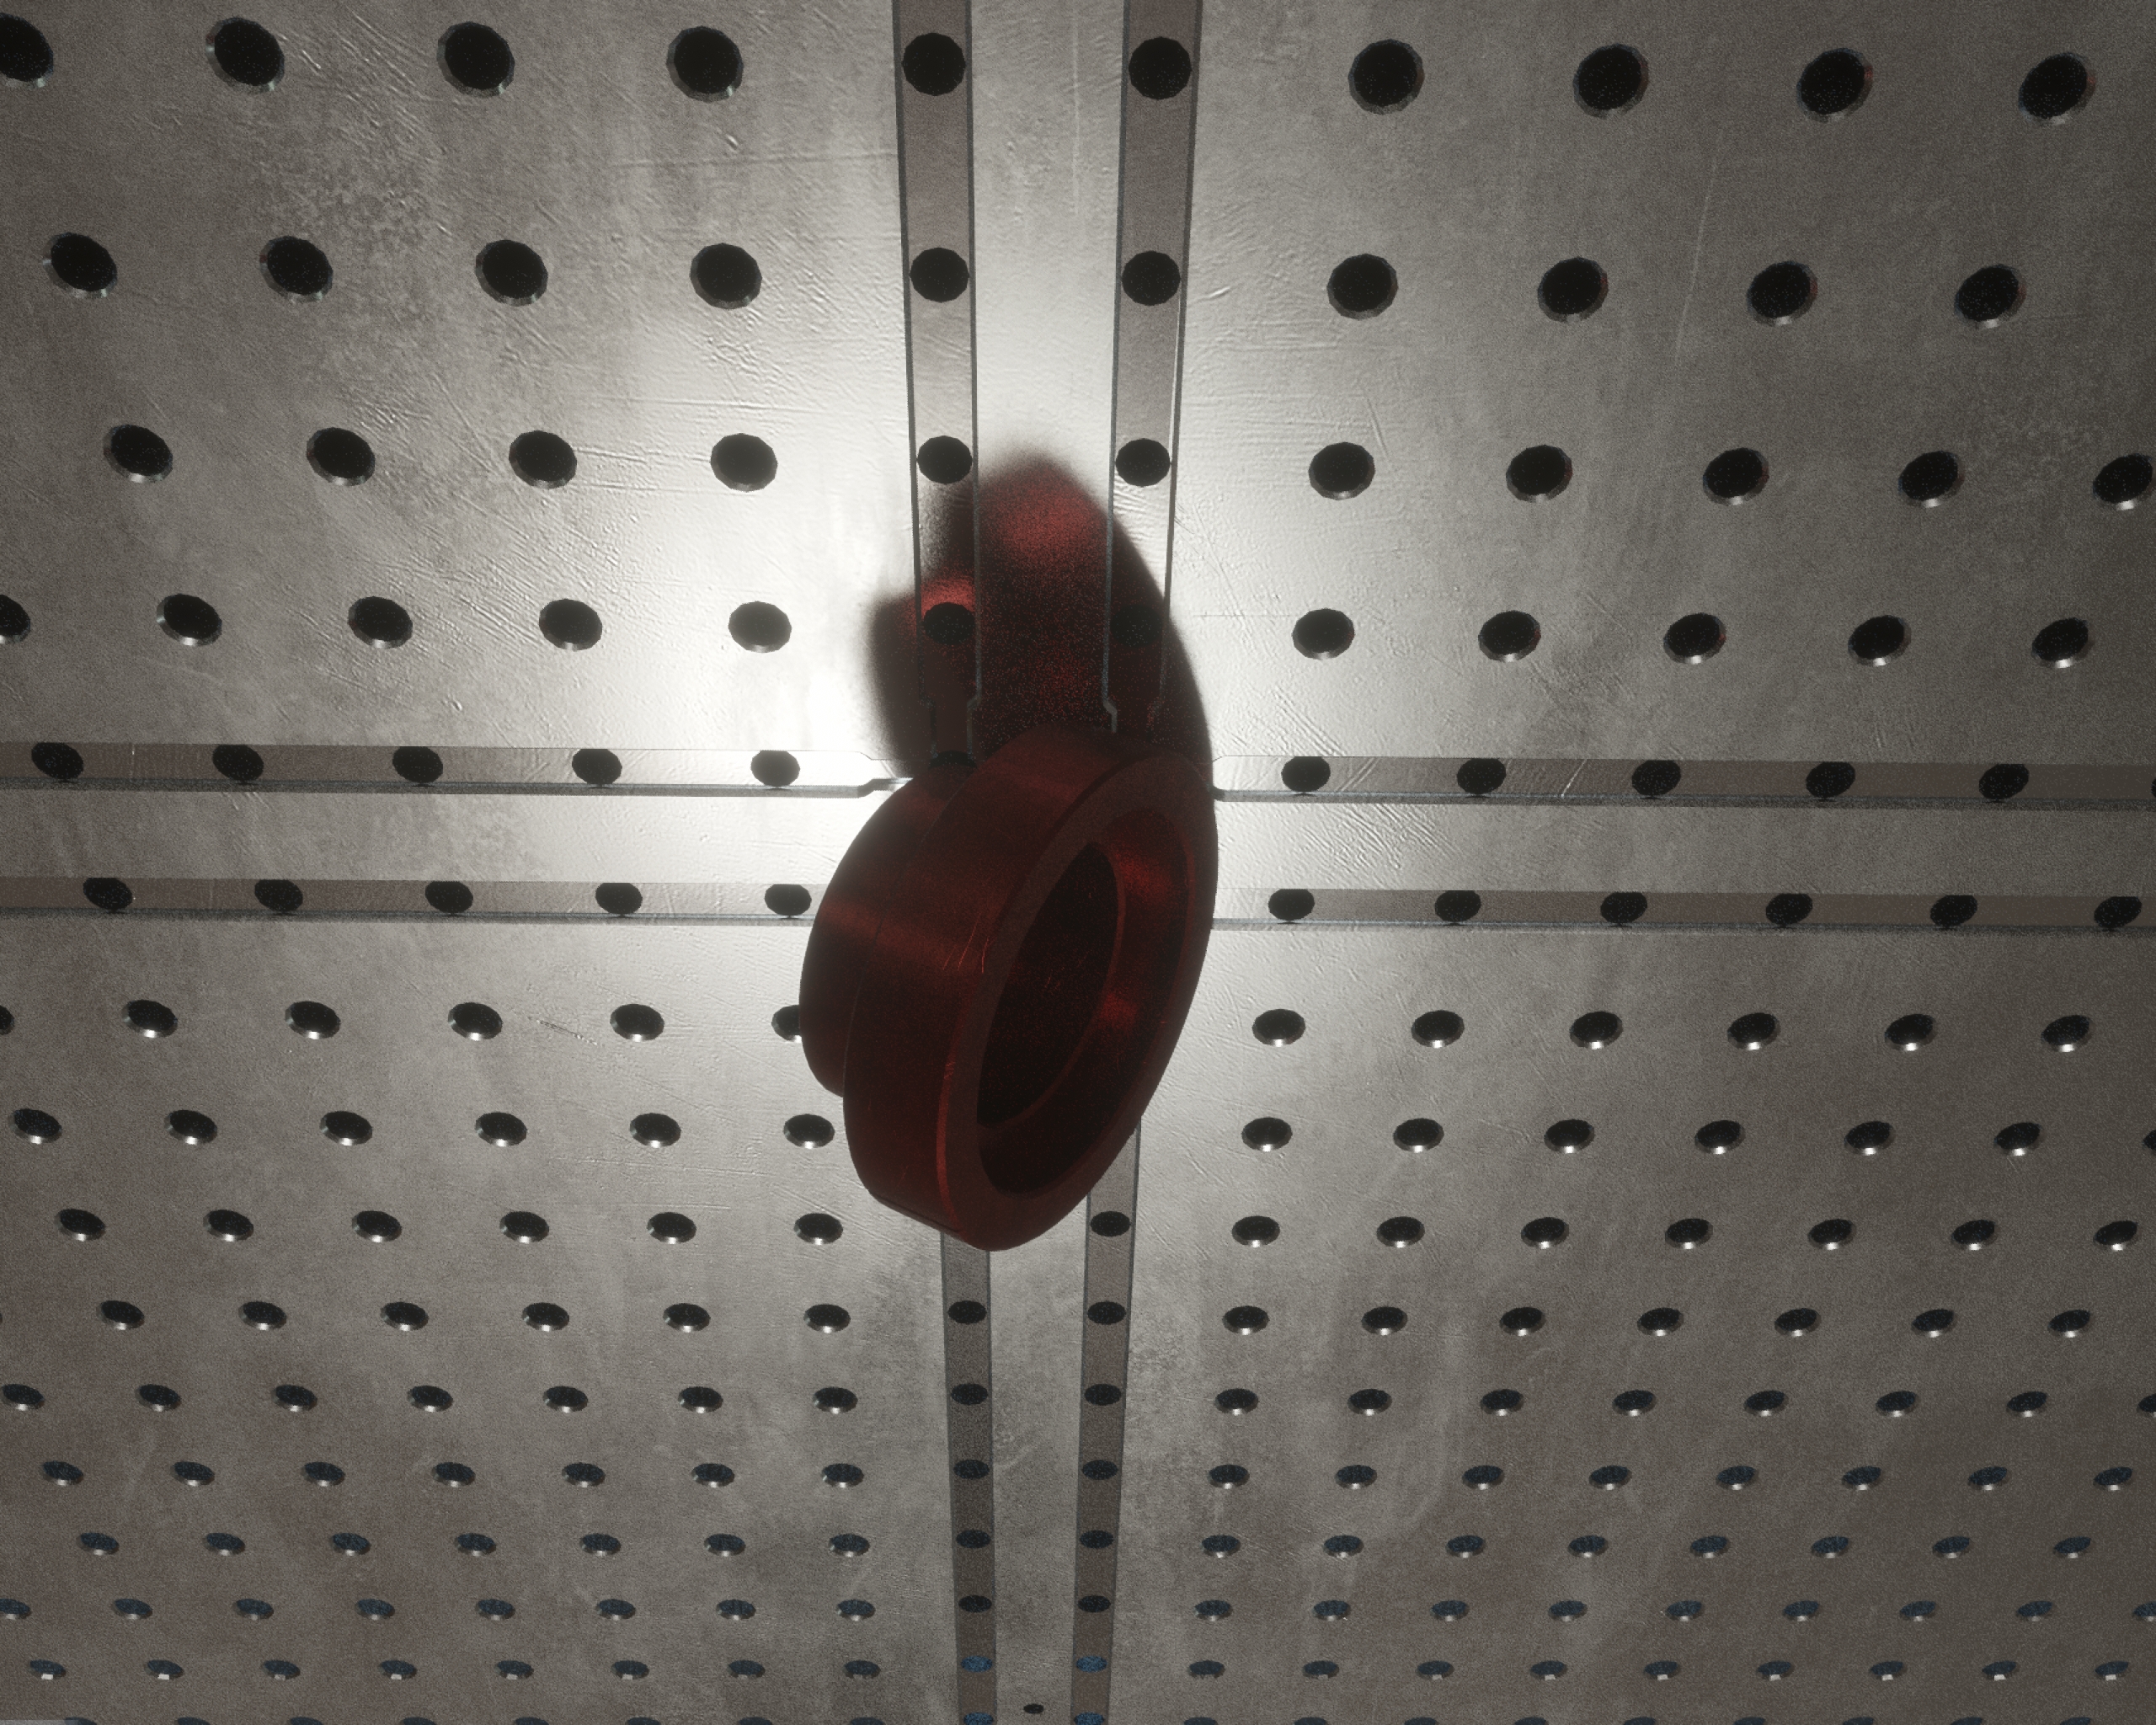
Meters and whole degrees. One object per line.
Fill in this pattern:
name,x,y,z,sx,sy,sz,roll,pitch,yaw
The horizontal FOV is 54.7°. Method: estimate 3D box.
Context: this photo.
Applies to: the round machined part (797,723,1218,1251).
round machined part,-0.015,0.020,0.392,0.042,0.098,0.097,20,135,25
